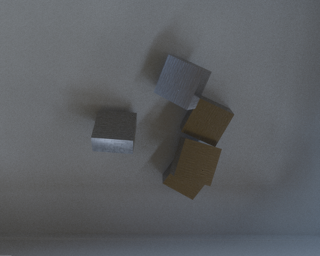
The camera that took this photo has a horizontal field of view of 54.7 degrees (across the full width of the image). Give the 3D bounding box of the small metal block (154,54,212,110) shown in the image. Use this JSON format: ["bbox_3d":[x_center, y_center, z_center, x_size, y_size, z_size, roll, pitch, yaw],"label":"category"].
[{"bbox_3d":[0.027,-0.056,0.379,0.050,0.025,0.050,30,110,22],"label":"small metal block"}]

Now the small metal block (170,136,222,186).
[{"bbox_3d":[0.046,0.043,0.402,0.050,0.025,0.050,17,89,-11],"label":"small metal block"}]

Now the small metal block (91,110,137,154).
[{"bbox_3d":[-0.057,0.005,0.396,0.050,0.050,0.025,4,135,-2],"label":"small metal block"}]

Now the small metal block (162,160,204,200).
[{"bbox_3d":[0.038,0.065,0.435,0.050,0.025,0.050,31,107,-11],"label":"small metal block"}]

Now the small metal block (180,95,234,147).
[{"bbox_3d":[0.061,-0.010,0.408,0.050,0.025,0.050,24,108,-9],"label":"small metal block"}]
